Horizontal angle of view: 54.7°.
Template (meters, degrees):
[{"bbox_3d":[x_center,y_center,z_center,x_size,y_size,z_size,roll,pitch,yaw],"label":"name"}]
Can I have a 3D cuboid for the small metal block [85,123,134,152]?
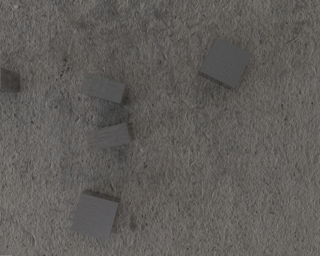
[{"bbox_3d":[-0.063,0.011,0.397,0.050,0.050,0.025,-13,90,0],"label":"small metal block"}]

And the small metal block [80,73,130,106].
[{"bbox_3d":[-0.069,-0.048,0.397,0.050,0.050,0.025,15,90,0],"label":"small metal block"}]

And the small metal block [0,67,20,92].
[{"bbox_3d":[-0.216,-0.061,0.396,0.050,0.050,0.025,1,90,0],"label":"small metal block"}]

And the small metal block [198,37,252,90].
[{"bbox_3d":[0.085,-0.084,0.410,0.050,0.025,0.050,26,90,0],"label":"small metal block"}]

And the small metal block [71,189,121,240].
[{"bbox_3d":[-0.084,0.114,0.409,0.050,0.025,0.050,15,90,0],"label":"small metal block"}]
